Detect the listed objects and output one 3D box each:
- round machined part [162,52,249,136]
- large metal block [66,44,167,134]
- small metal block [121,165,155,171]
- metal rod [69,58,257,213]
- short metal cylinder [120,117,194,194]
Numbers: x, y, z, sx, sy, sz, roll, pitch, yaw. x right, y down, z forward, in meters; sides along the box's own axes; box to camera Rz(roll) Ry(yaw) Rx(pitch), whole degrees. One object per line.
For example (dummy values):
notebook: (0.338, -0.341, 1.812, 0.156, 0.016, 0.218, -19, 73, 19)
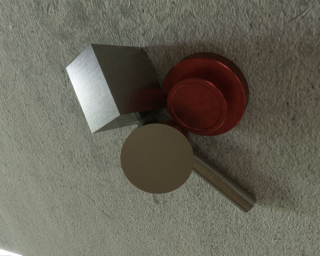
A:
round machined part: (0.047, -0.032, 0.351, 0.098, 0.042, 0.097, 13, 124, 20)
large metal block: (-0.047, -0.046, 0.354, 0.050, 0.081, 0.080, -29, 81, 39)
small metal block: (-0.017, 0.043, 0.427, 0.050, 0.050, 0.025, -23, 105, 35)
metal rod: (0.001, 0.008, 0.412, 0.300, 0.025, 0.025, 38, 129, 1)
short metal cylinder: (-0.001, 0.030, 0.362, 0.080, 0.050, 0.079, 1, 101, 5)
